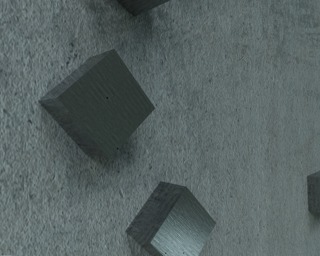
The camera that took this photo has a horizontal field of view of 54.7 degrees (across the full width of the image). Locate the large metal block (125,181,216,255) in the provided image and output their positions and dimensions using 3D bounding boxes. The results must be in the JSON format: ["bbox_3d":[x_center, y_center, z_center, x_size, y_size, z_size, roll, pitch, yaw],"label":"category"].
[{"bbox_3d":[0.017,0.129,0.403,0.080,0.050,0.080,-52,121,-27],"label":"large metal block"}]

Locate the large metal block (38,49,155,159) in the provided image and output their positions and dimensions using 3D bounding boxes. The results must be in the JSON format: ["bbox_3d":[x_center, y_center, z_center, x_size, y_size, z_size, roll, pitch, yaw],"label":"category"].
[{"bbox_3d":[-0.065,-0.025,0.334,0.080,0.050,0.080,-50,120,-28],"label":"large metal block"}]

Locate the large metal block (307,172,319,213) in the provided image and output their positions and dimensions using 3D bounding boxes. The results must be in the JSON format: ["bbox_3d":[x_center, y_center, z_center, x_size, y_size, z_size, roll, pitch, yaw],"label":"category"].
[{"bbox_3d":[0.382,0.144,0.709,0.081,0.050,0.079,-6,94,-40],"label":"large metal block"}]

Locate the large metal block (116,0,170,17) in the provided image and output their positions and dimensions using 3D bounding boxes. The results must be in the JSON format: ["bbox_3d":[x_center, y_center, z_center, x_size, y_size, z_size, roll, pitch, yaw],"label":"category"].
[{"bbox_3d":[-0.025,-0.181,0.347,0.080,0.080,0.050,35,69,-35],"label":"large metal block"}]
